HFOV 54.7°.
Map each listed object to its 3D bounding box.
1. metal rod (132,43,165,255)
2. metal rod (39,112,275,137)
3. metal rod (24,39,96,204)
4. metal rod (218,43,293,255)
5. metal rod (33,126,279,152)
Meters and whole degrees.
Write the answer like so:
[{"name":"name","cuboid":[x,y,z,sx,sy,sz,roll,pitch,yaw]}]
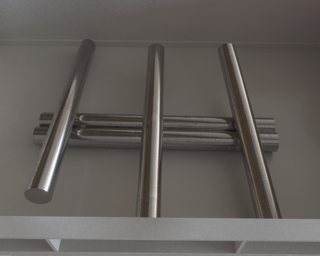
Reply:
[{"name":"metal rod","cuboid":[-0.009,-0.003,0.374,0.025,0.025,0.300,1,50,1]},{"name":"metal rod","cuboid":[-0.004,-0.005,0.408,0.302,0.025,0.025,1,50,0]},{"name":"metal rod","cuboid":[-0.116,-0.036,0.401,0.025,0.025,0.300,0,42,-1]},{"name":"metal rod","cuboid":[0.105,0.015,0.363,0.025,0.025,0.299,-3,58,-3]},{"name":"metal rod","cuboid":[-0.005,0.014,0.392,0.302,0.025,0.025,1,50,0]}]
